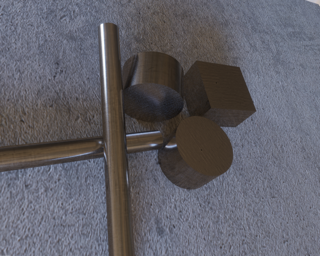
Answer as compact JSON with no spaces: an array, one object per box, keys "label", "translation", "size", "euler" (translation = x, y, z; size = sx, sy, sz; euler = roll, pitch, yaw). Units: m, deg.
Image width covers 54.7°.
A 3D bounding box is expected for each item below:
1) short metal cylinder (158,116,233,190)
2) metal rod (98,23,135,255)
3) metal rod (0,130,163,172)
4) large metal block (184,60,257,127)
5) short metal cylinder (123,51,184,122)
[{"label":"short metal cylinder","translation":[0.044,0.032,0.392],"size":[0.081,0.050,0.080],"euler":[14,56,-21]},{"label":"metal rod","translation":[-0.048,0.020,0.334],"size":[0.025,0.025,0.299],"euler":[3,70,-27]},{"label":"metal rod","translation":[-0.132,0.028,0.315],"size":[0.303,0.025,0.025],"euler":[-6,65,-31]},{"label":"large metal block","translation":[0.085,-0.049,0.463],"size":[0.081,0.050,0.080],"euler":[2,61,-27]},{"label":"short metal cylinder","translation":[-0.010,-0.050,0.394],"size":[0.081,0.080,0.050],"euler":[16,56,-20]}]
